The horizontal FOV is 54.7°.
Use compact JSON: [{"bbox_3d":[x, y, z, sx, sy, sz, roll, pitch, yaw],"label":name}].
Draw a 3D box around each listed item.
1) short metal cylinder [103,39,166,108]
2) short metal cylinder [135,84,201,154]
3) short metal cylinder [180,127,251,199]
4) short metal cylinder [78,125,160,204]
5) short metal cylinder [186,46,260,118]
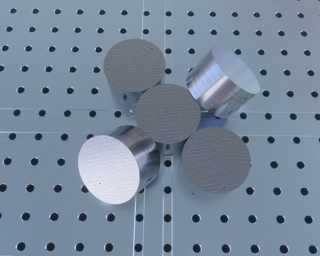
[{"bbox_3d":[-0.033,-0.074,0.425,0.081,0.050,0.080,0,70,0],"label":"short metal cylinder"},{"bbox_3d":[0.010,-0.010,0.402,0.081,0.050,0.080,0,70,0],"label":"short metal cylinder"},{"bbox_3d":[0.065,0.044,0.383,0.081,0.050,0.080,0,70,0],"label":"short metal cylinder"},{"bbox_3d":[-0.047,0.041,0.361,0.080,0.050,0.079,7,106,24],"label":"short metal cylinder"},{"bbox_3d":[0.081,-0.059,0.399,0.080,0.050,0.080,26,40,-24],"label":"short metal cylinder"}]
